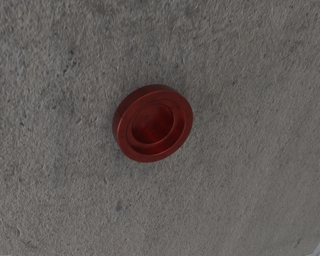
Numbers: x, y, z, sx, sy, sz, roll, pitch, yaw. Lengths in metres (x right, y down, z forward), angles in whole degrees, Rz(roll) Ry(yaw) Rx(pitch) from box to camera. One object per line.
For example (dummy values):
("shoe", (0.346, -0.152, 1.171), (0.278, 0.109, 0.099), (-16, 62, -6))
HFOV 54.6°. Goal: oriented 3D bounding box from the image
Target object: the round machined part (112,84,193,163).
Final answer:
("round machined part", (-0.012, -0.009, 0.383), (0.099, 0.042, 0.097), (-14, 124, -21))
